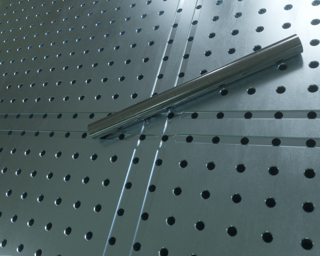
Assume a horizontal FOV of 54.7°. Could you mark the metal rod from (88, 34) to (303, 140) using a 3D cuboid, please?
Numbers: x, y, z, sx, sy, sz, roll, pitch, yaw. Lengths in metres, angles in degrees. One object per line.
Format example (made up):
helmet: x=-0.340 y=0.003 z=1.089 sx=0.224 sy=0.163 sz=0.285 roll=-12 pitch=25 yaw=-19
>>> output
metal rod: x=0.036 y=-0.049 z=0.418 sx=0.301 sy=0.025 sz=0.025 roll=-22 pitch=54 yaw=14
